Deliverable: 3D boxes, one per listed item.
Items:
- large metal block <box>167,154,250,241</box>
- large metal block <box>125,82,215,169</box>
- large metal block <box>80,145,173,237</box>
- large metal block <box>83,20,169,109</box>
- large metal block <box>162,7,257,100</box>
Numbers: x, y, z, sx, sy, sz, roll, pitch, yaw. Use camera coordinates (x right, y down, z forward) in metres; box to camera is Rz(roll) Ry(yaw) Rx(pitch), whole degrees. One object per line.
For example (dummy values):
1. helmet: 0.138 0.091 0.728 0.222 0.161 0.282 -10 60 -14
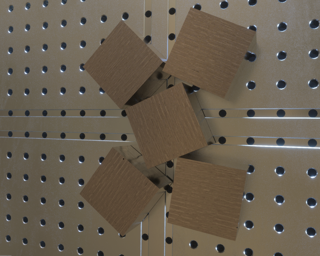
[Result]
1. large metal block: 0.060 0.080 0.378 0.080 0.050 0.080 10 93 19
2. large metal block: 0.014 -0.002 0.394 0.080 0.050 0.080 -24 82 18
3. large metal block: -0.045 0.080 0.414 0.080 0.050 0.080 40 102 16
4. large metal block: -0.040 -0.080 0.414 0.080 0.050 0.080 -46 75 15
5. large metal block: 0.061 -0.087 0.377 0.080 0.050 0.080 27 99 15
